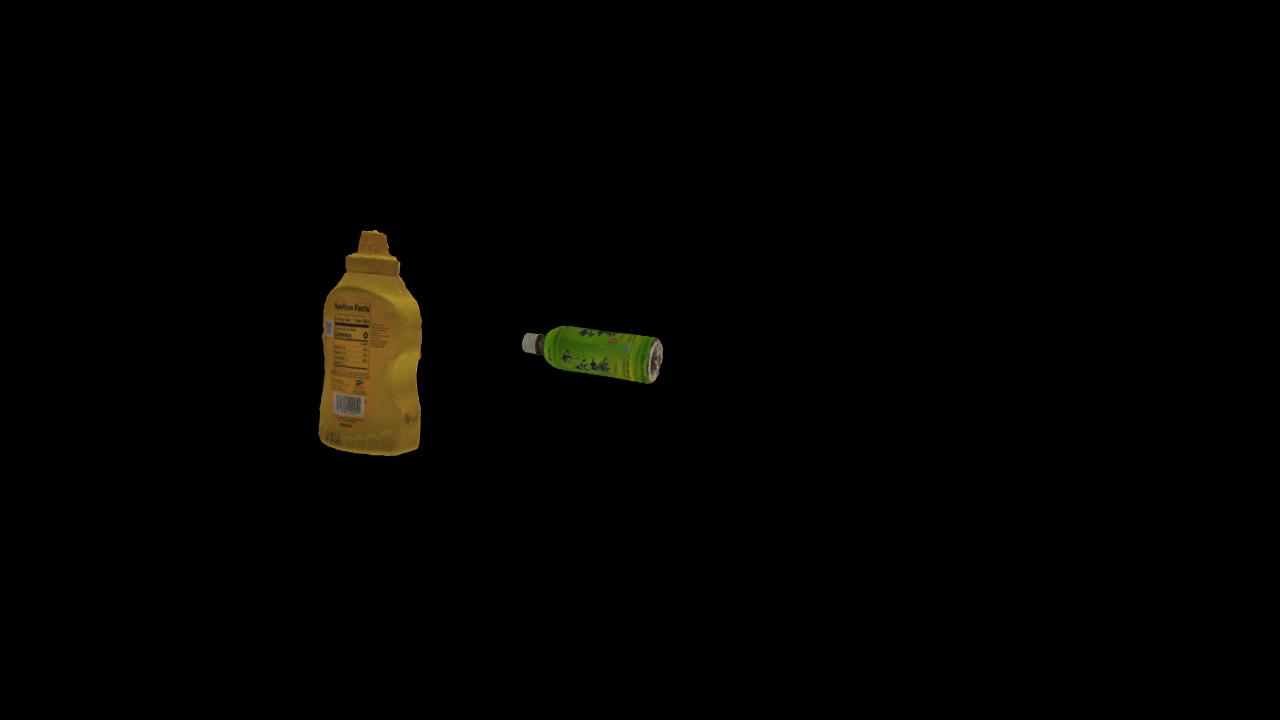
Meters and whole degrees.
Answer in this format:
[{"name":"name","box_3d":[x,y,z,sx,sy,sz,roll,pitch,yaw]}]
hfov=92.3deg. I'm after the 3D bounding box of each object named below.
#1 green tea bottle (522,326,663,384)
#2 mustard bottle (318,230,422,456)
[{"name":"green tea bottle","box_3d":[-0.075,-0.012,0.916,0.212,0.073,0.073,6,2,18]},{"name":"mustard bottle","box_3d":[-0.226,-0.016,0.518,0.092,0.184,0.054,6,6,26]}]
